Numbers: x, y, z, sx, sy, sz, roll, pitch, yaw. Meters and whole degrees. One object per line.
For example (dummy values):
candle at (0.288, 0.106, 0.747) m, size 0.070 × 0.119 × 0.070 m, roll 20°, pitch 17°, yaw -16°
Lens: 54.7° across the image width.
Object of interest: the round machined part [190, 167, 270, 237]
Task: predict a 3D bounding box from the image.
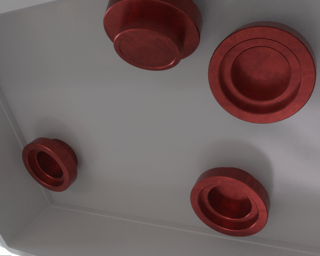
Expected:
round machined part at (0.093, 0.091, 0.405) m, size 0.098 × 0.042 × 0.097 m, roll 13°, pitch 124°, yaw 21°

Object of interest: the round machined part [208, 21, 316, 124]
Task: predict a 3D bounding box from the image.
round machined part at (0.101, -0.057, 0.309) m, size 0.098 × 0.042 × 0.097 m, roll 13°, pitch 124°, yaw 21°

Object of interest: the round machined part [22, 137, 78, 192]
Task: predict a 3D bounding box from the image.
round machined part at (-0.181, 0.057, 0.529) m, size 0.098 × 0.042 × 0.097 m, roll 13°, pitch 124°, yaw 21°

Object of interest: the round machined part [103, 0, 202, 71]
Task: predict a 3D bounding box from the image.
round machined part at (-0.009, -0.093, 0.312) m, size 0.099 × 0.042 × 0.098 m, roll 9°, pitch 159°, yaw 4°
